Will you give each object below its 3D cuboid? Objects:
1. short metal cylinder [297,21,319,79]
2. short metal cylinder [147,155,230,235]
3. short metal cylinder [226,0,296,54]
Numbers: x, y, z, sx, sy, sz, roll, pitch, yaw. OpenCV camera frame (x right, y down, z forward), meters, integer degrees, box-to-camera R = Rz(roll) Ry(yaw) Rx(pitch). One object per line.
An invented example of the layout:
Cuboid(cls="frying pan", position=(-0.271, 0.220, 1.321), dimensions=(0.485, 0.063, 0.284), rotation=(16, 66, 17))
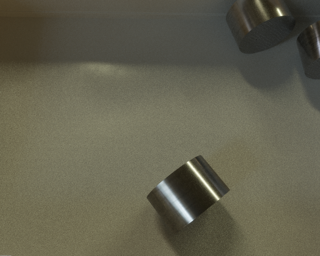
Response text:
Cuboid(cls="short metal cylinder", position=(0.235, -0.108, 0.423), dimensions=(0.081, 0.080, 0.050), rotation=(-4, 70, -2))
Cuboid(cls="short metal cylinder", position=(0.032, 0.076, 0.353), dimensions=(0.080, 0.080, 0.050), rotation=(-35, 74, -12))
Cuboid(cls="short metal cylinder", position=(0.140, -0.150, 0.437), dimensions=(0.081, 0.080, 0.050), rotation=(-16, 71, -6))
